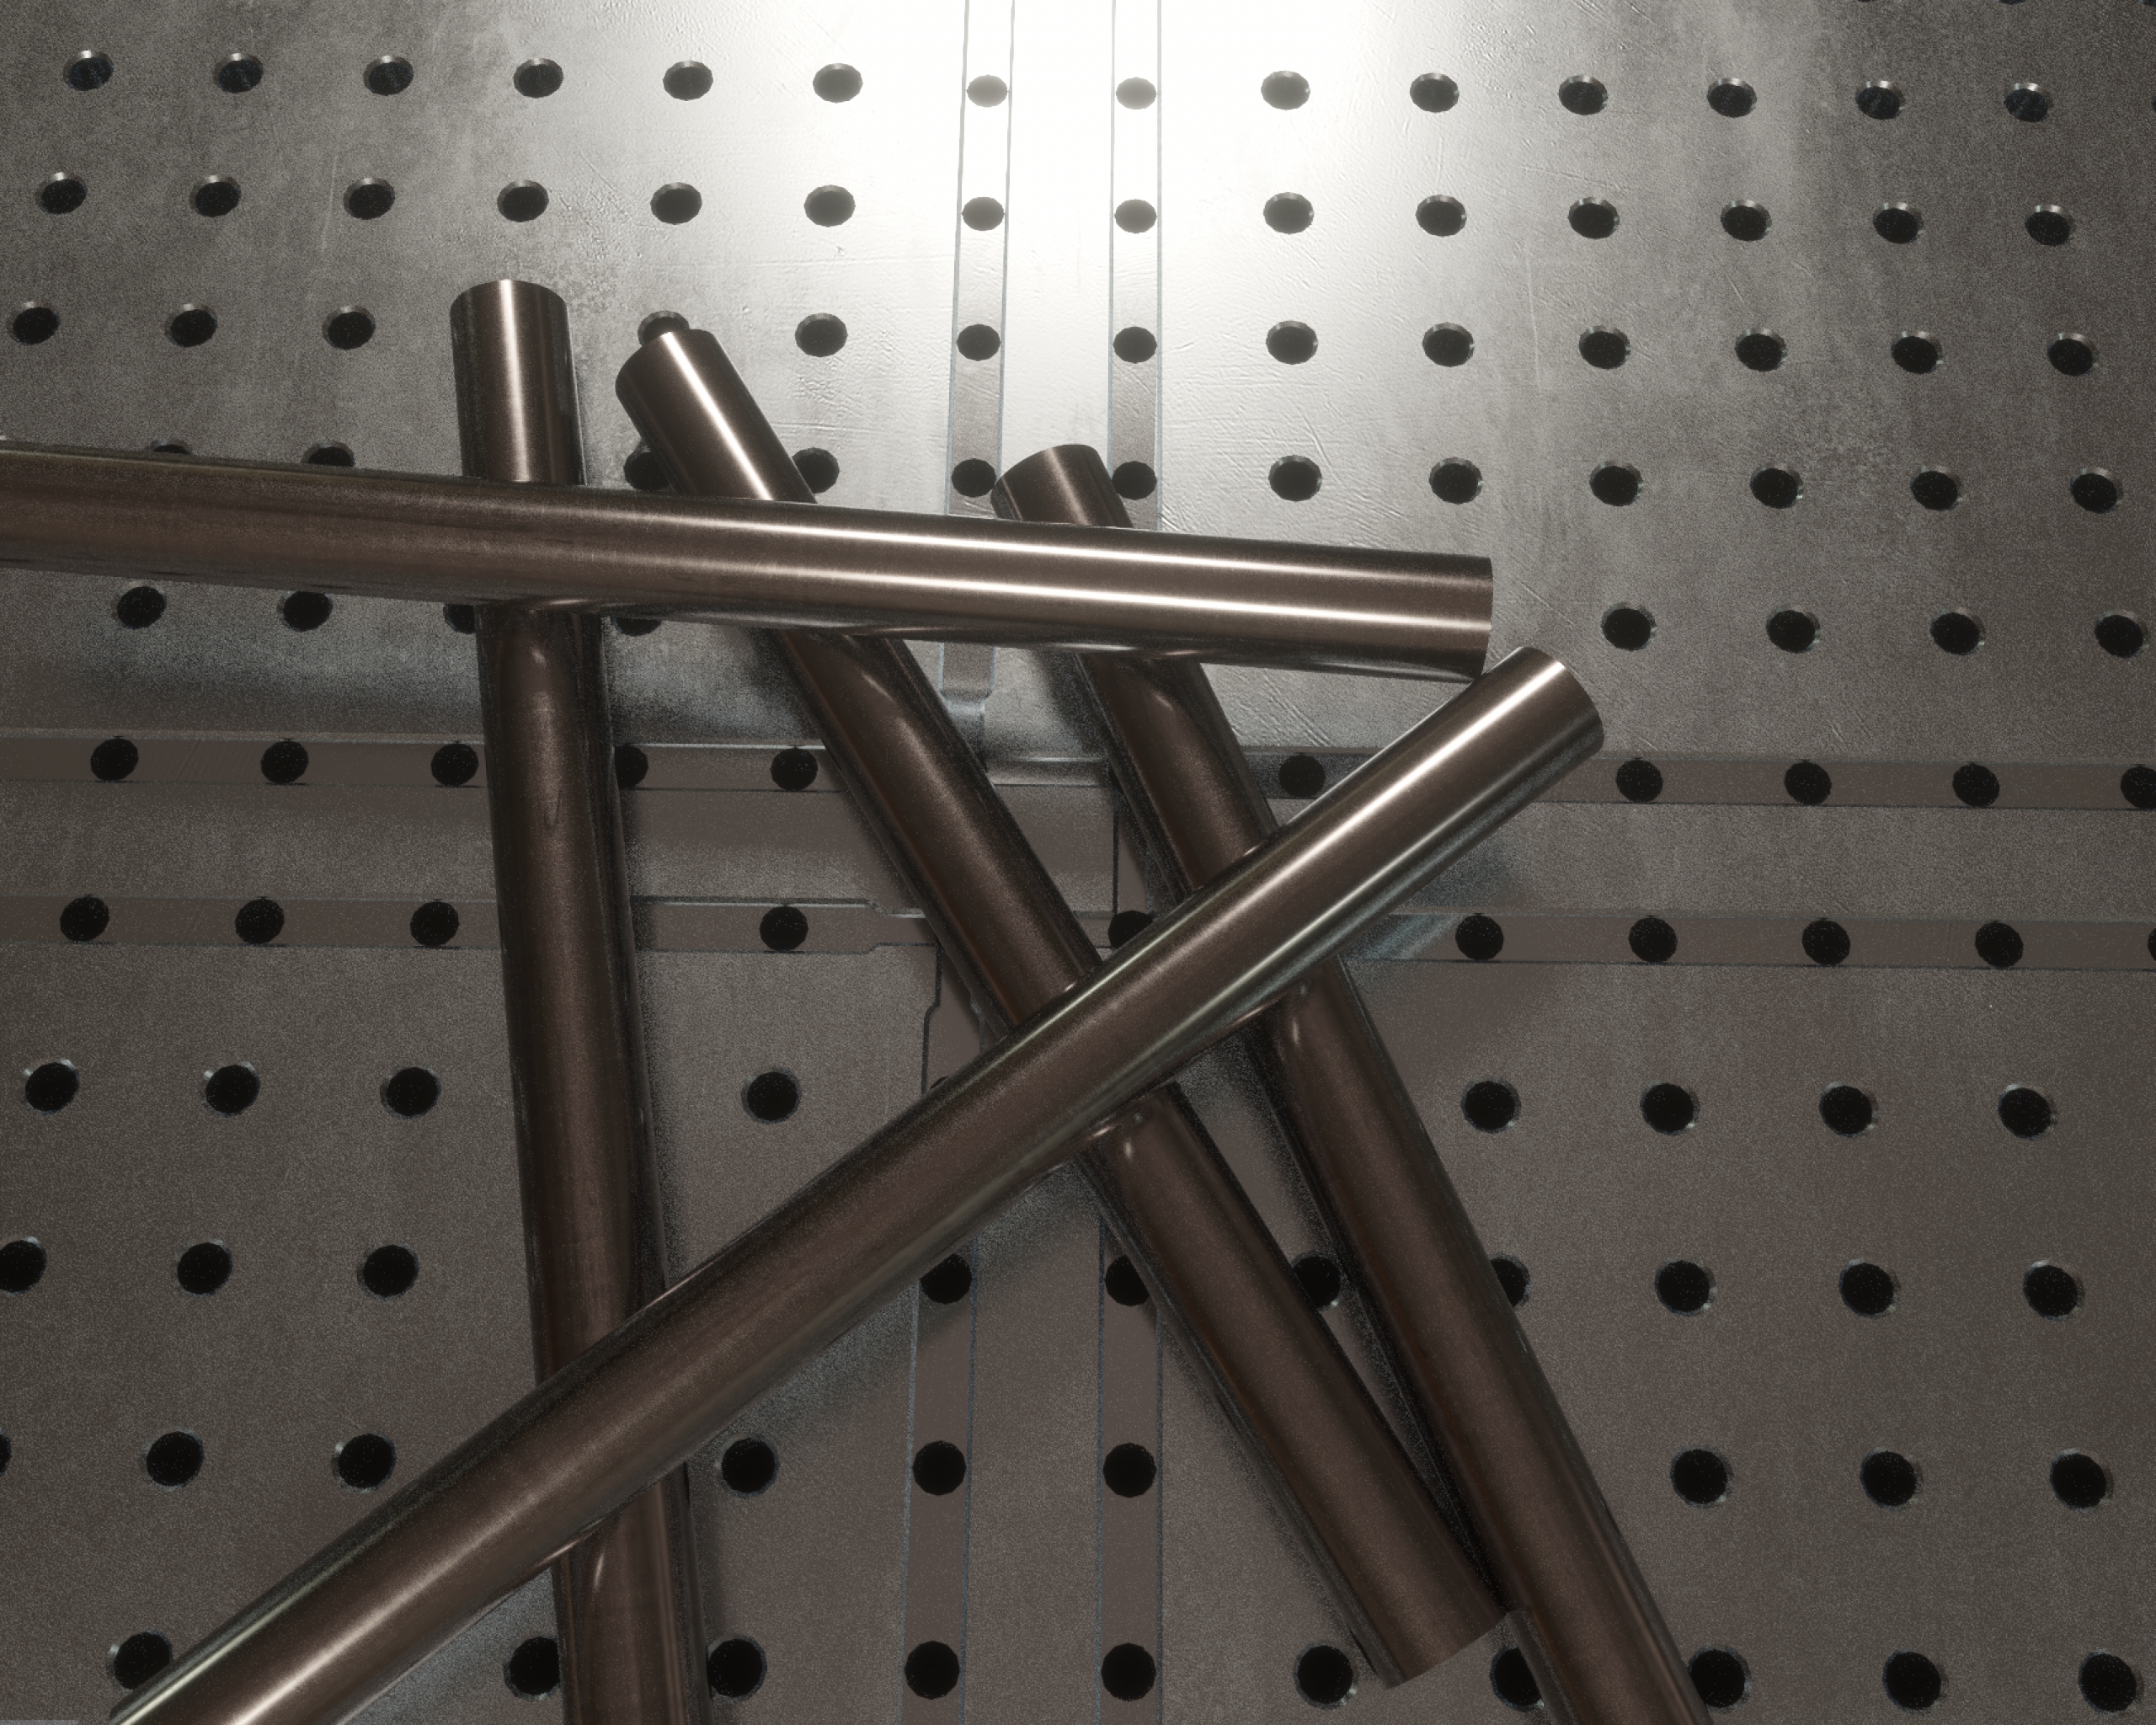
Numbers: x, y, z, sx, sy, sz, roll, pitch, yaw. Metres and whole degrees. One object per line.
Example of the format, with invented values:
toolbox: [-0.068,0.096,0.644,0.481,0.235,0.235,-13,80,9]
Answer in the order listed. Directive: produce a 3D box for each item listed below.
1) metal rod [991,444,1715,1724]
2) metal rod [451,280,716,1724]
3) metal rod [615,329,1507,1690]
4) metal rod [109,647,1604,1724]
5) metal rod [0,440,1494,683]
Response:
metal rod: [0.051,0.049,0.394,0.025,0.025,0.299,-21,72,-8]
metal rod: [-0.098,0.019,0.403,0.025,0.025,0.299,-9,70,-4]
metal rod: [-0.012,0.015,0.405,0.025,0.025,0.299,-29,73,-10]
metal rod: [-0.027,0.056,0.364,0.301,0.025,0.025,-36,74,-13]
metal rod: [-0.072,-0.059,0.406,0.302,0.025,0.025,5,70,1]
